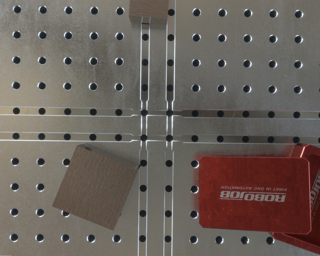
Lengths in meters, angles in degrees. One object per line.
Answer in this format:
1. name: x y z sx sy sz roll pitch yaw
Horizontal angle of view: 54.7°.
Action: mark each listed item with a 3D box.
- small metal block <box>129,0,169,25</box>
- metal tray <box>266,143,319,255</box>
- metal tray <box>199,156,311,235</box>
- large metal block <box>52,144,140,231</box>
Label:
1. small metal block: -0.013 -0.168 0.413 0.050 0.025 0.050 4 90 0
2. metal tray: 0.207 0.095 0.412 0.090 0.030 0.129 20 90 0
3. metal tray: 0.117 0.081 0.392 0.131 0.030 0.089 -1 85 14
4. large metal block: -0.078 0.073 0.400 0.080 0.050 0.080 22 90 0
